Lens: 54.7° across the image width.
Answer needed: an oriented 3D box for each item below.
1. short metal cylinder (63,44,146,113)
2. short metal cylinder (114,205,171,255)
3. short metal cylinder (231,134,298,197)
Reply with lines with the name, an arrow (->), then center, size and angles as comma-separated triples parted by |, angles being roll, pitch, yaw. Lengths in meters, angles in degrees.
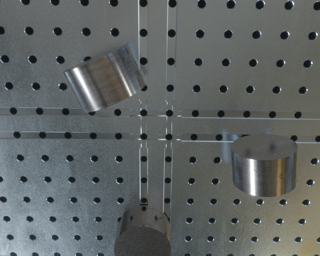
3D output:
short metal cylinder -> -0.064, -0.059, 0.362 | 0.080, 0.080, 0.050 | -21, 109, 7
short metal cylinder -> -0.025, 0.164, 0.460 | 0.081, 0.050, 0.079 | 0, 110, 0
short metal cylinder -> 0.134, 0.046, 0.402 | 0.080, 0.080, 0.050 | -7, 110, 2
